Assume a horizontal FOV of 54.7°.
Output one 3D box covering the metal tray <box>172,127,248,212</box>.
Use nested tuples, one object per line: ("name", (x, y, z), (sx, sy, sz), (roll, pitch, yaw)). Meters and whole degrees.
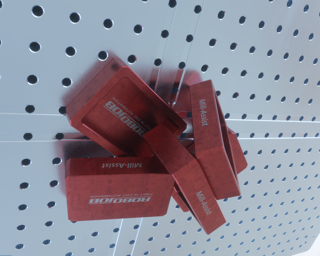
("metal tray", (0.068, 0.064, 0.486), (0.130, 0.030, 0.090), (-36, 129, -5))

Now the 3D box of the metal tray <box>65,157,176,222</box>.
("metal tray", (-0.051, 0.079, 0.399), (0.131, 0.030, 0.089), (0, 130, -12))

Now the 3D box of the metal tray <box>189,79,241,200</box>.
("metal tray", (0.068, 0.012, 0.390), (0.030, 0.130, 0.090), (-16, 131, 15))

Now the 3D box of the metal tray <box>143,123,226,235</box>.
("metal tray", (0.032, 0.065, 0.388), (0.030, 0.090, 0.130), (-34, 129, -7))

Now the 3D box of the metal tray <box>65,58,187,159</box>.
("metal tray", (-0.037, -0.011, 0.382), (0.090, 0.030, 0.130), (-46, 130, 3))
